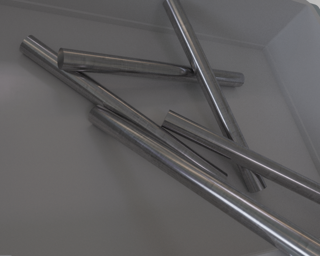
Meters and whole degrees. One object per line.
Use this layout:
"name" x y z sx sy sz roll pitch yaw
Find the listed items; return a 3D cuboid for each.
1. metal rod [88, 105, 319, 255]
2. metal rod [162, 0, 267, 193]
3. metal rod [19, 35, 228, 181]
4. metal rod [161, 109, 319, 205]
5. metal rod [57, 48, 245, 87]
"metal rod" 0.035 0.049 0.304 0.300 0.025 0.025 30 45 29
"metal rod" 0.075 -0.051 0.442 0.025 0.025 0.299 -20 83 -35
"metal rod" -0.042 -0.017 0.393 0.301 0.025 0.025 35 51 -5
"metal rod" 0.142 0.053 0.407 0.301 0.025 0.025 26 52 -2
"metal rod" 0.010 -0.081 0.442 0.302 0.025 0.025 -1 62 -35
